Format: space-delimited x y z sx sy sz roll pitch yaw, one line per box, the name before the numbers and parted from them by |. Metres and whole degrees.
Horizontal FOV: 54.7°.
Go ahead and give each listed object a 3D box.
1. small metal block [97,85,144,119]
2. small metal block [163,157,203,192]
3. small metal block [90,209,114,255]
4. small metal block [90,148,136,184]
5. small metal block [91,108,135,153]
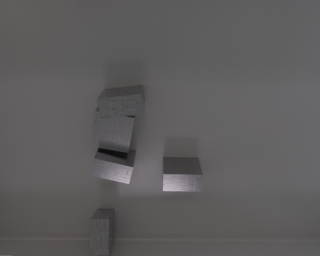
small metal block | -0.046 -0.034 0.385 0.050 0.050 0.025 -6 110 2
small metal block | 0.029 0.062 0.421 0.050 0.050 0.025 1 110 -1
small metal block | -0.082 0.147 0.444 0.025 0.050 0.050 0 91 0
small metal block | -0.061 0.046 0.414 0.050 0.050 0.025 14 110 -5
small metal block | -0.062 0.001 0.411 0.050 0.025 0.050 10 110 -4
